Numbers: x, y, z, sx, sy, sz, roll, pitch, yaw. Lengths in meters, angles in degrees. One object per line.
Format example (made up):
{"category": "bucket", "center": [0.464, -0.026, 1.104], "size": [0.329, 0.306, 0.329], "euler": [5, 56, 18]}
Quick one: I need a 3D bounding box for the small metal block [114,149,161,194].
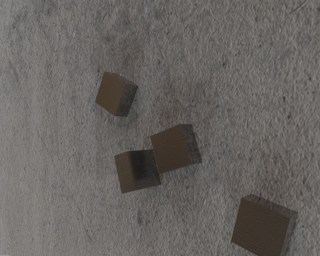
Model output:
{"category": "small metal block", "center": [-0.029, 0.057, 0.413], "size": [0.025, 0.050, 0.050], "euler": [-22, 76, 38]}

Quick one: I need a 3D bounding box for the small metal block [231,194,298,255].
{"category": "small metal block", "center": [0.106, 0.102, 0.317], "size": [0.050, 0.025, 0.050], "euler": [18, 102, 38]}

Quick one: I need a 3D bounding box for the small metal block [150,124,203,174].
{"category": "small metal block", "center": [0.020, 0.026, 0.389], "size": [0.050, 0.025, 0.050], "euler": [-23, 76, 37]}

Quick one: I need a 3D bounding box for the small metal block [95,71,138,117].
{"category": "small metal block", "center": [-0.065, -0.050, 0.459], "size": [0.050, 0.025, 0.050], "euler": [33, 111, 35]}
